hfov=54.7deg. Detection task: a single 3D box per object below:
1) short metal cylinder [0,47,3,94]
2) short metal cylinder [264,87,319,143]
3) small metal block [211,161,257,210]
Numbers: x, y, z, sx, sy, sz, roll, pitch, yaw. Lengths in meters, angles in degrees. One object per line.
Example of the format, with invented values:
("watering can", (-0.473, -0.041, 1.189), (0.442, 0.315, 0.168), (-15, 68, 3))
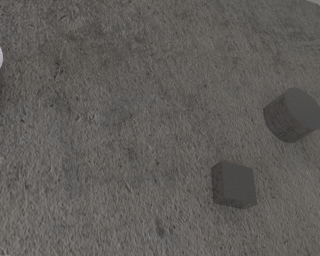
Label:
("short metal cylinder", (-0.205, -0.060, 0.314), (0.081, 0.050, 0.080), (14, 56, -21))
("short metal cylinder", (0.224, -0.021, 0.521), (0.081, 0.050, 0.080), (14, 56, -21))
("small metal block", (0.097, 0.076, 0.410), (0.050, 0.025, 0.050), (16, 55, -20))
